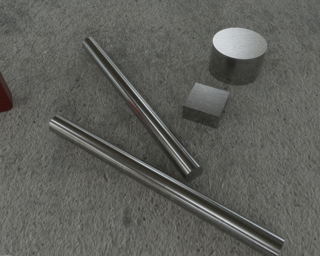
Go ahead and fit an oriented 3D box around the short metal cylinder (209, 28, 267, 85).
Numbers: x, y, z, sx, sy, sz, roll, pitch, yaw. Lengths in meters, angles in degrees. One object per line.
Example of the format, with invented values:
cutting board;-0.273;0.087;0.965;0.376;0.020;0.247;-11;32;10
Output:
short metal cylinder;0.119;-0.112;0.482;0.081;0.050;0.080;0;50;0

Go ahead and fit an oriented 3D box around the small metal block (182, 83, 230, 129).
small metal block;0.064;-0.032;0.430;0.050;0.025;0.050;19;52;15

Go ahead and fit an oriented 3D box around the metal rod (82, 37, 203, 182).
metal rod;-0.040;-0.044;0.439;0.025;0.025;0.300;-26;55;-20

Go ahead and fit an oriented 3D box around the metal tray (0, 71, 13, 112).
metal tray;-0.273;-0.048;0.399;0.131;0.089;0.030;-16;52;-13

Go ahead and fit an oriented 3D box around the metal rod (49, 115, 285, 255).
metal rod;-0.010;0.056;0.355;0.301;0.025;0.025;26;55;20
